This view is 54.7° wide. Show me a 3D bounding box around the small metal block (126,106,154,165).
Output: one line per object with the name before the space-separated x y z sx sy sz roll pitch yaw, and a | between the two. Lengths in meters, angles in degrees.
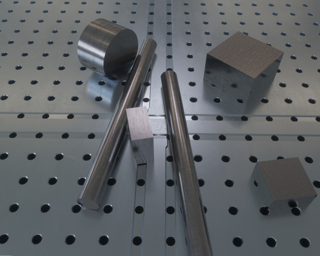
small metal block | -0.024 0.009 0.383 0.025 0.050 0.050 -9 51 -7

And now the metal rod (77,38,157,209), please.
metal rod | -0.048 -0.030 0.431 0.025 0.025 0.300 9 51 7

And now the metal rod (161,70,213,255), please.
metal rod | 0.028 0.036 0.377 0.025 0.025 0.300 -4 50 -4

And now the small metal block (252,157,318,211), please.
small metal block | 0.141 0.064 0.355 0.050 0.025 0.050 -6 50 -5

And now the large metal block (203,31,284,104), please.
large metal block | 0.125 -0.094 0.471 0.080 0.050 0.080 36 59 26

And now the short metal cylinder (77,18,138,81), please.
short metal cylinder | -0.078 -0.119 0.471 0.050 0.080 0.080 28 55 21
